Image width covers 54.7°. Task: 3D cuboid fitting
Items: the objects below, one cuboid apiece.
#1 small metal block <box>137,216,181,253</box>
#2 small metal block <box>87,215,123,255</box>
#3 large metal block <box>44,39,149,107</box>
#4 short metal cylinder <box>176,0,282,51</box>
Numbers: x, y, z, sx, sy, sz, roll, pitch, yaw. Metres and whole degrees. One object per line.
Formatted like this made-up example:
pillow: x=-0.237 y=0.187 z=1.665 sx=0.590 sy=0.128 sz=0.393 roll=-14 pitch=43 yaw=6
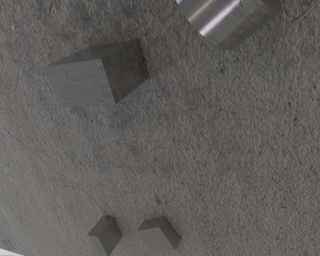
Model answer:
small metal block: x=-0.002 y=0.179 z=0.518 sx=0.050 sy=0.025 sz=0.050 roll=-25 pitch=105 yaw=36
small metal block: x=-0.099 y=0.197 z=0.565 sx=0.025 sy=0.050 sz=0.050 roll=-4 pitch=117 yaw=30
large metal block: x=-0.071 y=-0.066 z=0.368 sx=0.080 sy=0.080 sz=0.050 roll=-1 pitch=118 yaw=28
short metal cylinder: x=0.059 y=-0.115 z=0.269 sx=0.080 sy=0.080 sz=0.050 roll=47 pitch=129 yaw=-5
